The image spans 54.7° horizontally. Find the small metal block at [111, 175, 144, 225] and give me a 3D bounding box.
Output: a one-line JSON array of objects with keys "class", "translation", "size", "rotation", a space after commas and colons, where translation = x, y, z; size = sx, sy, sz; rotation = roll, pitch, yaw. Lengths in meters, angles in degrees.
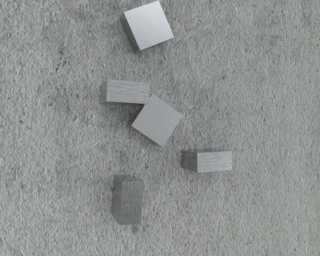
[{"class": "small metal block", "translation": [-0.041, 0.086, 0.381], "size": [0.025, 0.050, 0.050], "rotation": [4, 89, -20]}]

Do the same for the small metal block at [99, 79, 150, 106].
[{"class": "small metal block", "translation": [-0.044, -0.042, 0.379], "size": [0.050, 0.050, 0.025], "rotation": [2, 90, -20]}]

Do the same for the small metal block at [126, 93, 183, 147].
[{"class": "small metal block", "translation": [-0.007, -0.010, 0.406], "size": [0.050, 0.025, 0.050], "rotation": [35, 79, -17]}]

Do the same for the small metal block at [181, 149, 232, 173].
[{"class": "small metal block", "translation": [0.062, 0.043, 0.418], "size": [0.050, 0.050, 0.025], "rotation": [-2, 91, -20]}]

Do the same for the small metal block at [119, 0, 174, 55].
[{"class": "small metal block", "translation": [-0.017, -0.130, 0.402], "size": [0.050, 0.025, 0.050], "rotation": [-27, 99, -18]}]
